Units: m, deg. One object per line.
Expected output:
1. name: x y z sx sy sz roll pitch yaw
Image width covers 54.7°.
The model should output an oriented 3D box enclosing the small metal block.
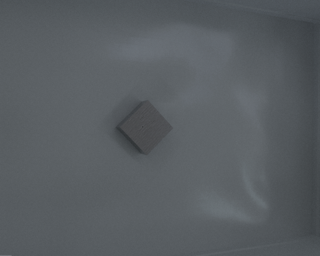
1. small metal block: -0.020 -0.001 0.404 0.050 0.025 0.050 -46 105 -14
